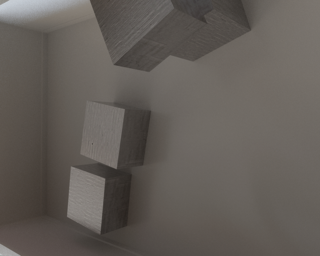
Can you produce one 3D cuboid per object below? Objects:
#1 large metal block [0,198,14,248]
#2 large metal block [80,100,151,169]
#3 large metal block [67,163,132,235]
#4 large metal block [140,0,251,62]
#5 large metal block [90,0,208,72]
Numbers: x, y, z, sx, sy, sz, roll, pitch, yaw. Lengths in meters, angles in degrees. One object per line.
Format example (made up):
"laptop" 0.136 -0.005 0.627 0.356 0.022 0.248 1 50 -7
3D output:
"large metal block" -0.388 0.222 0.714 0.080 0.050 0.079 39 114 33
"large metal block" -0.065 0.007 0.444 0.080 0.050 0.079 14 99 39
"large metal block" -0.092 0.103 0.467 0.080 0.050 0.079 10 96 39
"large metal block" 0.039 -0.119 0.339 0.080 0.081 0.050 -22 76 38
"large metal block" -0.014 -0.112 0.298 0.080 0.050 0.080 -33 70 35
